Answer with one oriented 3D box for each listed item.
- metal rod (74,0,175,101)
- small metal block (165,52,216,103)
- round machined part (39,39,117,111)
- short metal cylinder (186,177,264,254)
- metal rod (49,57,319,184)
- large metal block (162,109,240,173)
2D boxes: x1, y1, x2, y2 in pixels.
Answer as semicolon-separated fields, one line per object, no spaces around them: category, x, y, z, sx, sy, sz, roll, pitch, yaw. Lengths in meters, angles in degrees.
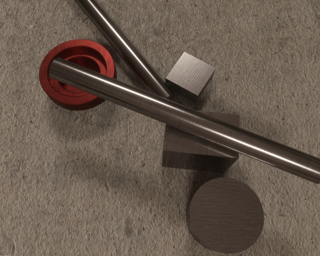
metal rod;-0.079;-0.150;0.461;0.025;0.025;0.300;-35;74;-12
small metal block;0.042;-0.071;0.435;0.050;0.025;0.050;30;73;10
round machined part;-0.108;-0.068;0.423;0.099;0.042;0.098;0;70;-1
short metal cylinder;0.072;0.101;0.359;0.081;0.050;0.080;0;70;0
metal rod;0.022;-0.011;0.327;0.301;0.025;0.025;22;71;7
large metal block;0.046;0.018;0.373;0.080;0.080;0.050;6;70;2
